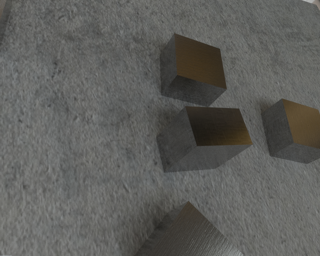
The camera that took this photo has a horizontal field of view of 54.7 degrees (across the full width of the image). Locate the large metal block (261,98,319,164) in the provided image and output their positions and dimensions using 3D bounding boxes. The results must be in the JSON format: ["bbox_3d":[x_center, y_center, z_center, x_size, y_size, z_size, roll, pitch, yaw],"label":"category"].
[{"bbox_3d":[0.220,0.007,0.505,0.081,0.050,0.080,13,56,-22],"label":"large metal block"}]

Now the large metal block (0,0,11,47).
[{"bbox_3d":[-0.221,-0.142,0.355,0.081,0.050,0.080,11,57,-23],"label":"large metal block"}]

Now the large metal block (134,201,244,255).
[{"bbox_3d":[0.025,0.138,0.319,0.080,0.050,0.080,45,51,2],"label":"large metal block"}]

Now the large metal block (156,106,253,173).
[{"bbox_3d":[0.052,0.016,0.389,0.081,0.080,0.050,0,62,-29],"label":"large metal block"}]

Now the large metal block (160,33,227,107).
[{"bbox_3d":[0.048,-0.086,0.468,0.081,0.050,0.080,12,57,-22],"label":"large metal block"}]
